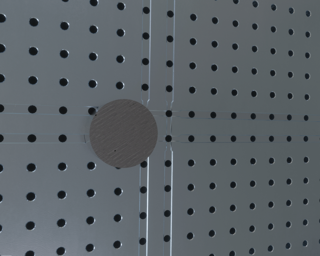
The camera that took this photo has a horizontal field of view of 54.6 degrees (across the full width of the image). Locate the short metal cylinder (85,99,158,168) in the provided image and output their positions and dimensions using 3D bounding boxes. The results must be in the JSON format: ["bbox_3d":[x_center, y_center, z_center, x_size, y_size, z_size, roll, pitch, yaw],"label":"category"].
[{"bbox_3d":[-0.049,0.006,0.381,0.081,0.050,0.080,0,90,-20],"label":"short metal cylinder"}]
